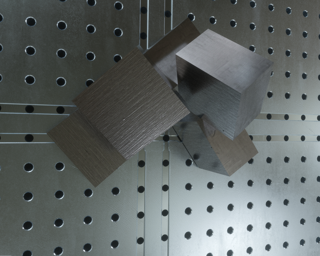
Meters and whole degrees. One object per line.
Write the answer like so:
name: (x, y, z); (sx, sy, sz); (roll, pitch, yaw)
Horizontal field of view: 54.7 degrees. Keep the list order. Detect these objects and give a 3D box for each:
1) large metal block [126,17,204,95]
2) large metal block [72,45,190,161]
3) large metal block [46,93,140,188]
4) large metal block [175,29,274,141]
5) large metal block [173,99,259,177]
large metal block: (0.006, -0.081, 0.385); (0.080, 0.080, 0.050); (-43, 104, -15)
large metal block: (-0.028, -0.028, 0.320); (0.080, 0.050, 0.080); (-38, 104, 10)
large metal block: (-0.076, 0.011, 0.371); (0.080, 0.050, 0.080); (-41, 104, -16)
large metal block: (0.065, -0.046, 0.333); (0.080, 0.080, 0.050); (38, 68, 27)
large metal block: (0.069, 0.011, 0.408); (0.050, 0.080, 0.080); (-36, 102, -17)
